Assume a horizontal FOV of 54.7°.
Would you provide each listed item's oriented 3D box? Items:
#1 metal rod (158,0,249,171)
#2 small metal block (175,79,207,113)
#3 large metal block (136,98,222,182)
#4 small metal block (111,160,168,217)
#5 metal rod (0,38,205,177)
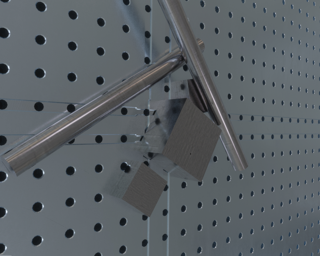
[{"bbox_3d":[0.062,-0.062,0.427,0.025,0.025,0.299,-43,117,-32],"label":"metal rod"},{"bbox_3d":[0.052,-0.047,0.453,0.050,0.025,0.050,-13,99,-39],"label":"small metal block"},{"bbox_3d":[0.028,0.016,0.417,0.080,0.050,0.080,39,66,-33],"label":"large metal block"},{"bbox_3d":[-0.025,0.076,0.389,0.050,0.025,0.050,43,64,-32],"label":"small metal block"},{"bbox_3d":[-0.043,-0.042,0.373,0.302,0.025,0.025,-38,114,-33],"label":"metal rod"}]
